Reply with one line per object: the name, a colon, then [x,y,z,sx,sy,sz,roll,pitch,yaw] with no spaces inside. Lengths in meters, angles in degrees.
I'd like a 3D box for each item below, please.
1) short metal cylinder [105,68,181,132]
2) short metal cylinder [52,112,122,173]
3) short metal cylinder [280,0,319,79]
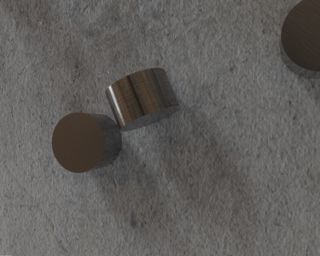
short metal cylinder: [-0.021,-0.034,0.386,0.080,0.080,0.050,-24,82,18]
short metal cylinder: [-0.100,0.019,0.430,0.080,0.050,0.079,0,90,19]
short metal cylinder: [0.173,-0.097,0.335,0.080,0.050,0.079,0,90,19]
